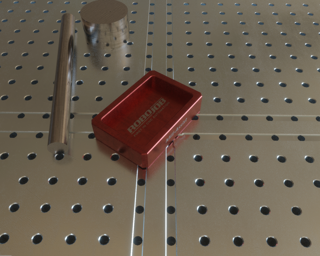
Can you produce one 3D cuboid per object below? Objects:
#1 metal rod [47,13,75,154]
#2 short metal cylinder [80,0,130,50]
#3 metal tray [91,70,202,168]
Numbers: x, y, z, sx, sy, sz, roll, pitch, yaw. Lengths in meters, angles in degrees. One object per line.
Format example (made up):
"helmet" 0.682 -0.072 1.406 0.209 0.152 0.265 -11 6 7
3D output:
"metal rod" -0.148 -0.088 0.480 0.025 0.025 0.300 -6 50 -5
"short metal cylinder" -0.095 -0.182 0.544 0.081 0.050 0.080 0 50 0
"metal tray" -0.015 -0.018 0.418 0.090 0.030 0.131 30 56 22
